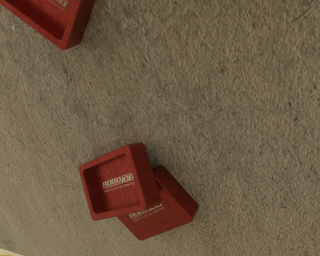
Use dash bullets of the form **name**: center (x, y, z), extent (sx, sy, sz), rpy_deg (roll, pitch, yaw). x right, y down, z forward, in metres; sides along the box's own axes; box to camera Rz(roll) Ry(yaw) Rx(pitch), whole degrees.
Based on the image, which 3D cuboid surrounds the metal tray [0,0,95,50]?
- **metal tray**: center (-0.145, -0.169, 0.375), extent (0.130, 0.030, 0.089), rpy_deg (37, 129, 3)

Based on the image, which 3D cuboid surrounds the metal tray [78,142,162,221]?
- **metal tray**: center (-0.064, 0.082, 0.458), extent (0.130, 0.030, 0.090), rpy_deg (-24, 79, 40)

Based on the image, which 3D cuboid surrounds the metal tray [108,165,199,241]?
- **metal tray**: center (-0.016, 0.122, 0.487), extent (0.090, 0.030, 0.129), rpy_deg (49, 129, -7)
